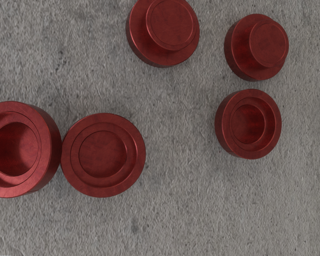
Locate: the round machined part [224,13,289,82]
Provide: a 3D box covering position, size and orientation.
[{"bbox_3d":[0.148,-0.119,0.454,0.099,0.042,0.097,0,90,-20],"label":"round machined part"}]

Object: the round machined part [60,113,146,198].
[{"bbox_3d":[-0.070,0.031,0.374,0.099,0.042,0.097,0,90,-20],"label":"round machined part"}]

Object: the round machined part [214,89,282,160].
[{"bbox_3d":[0.121,-0.005,0.444,0.099,0.042,0.097,0,90,-20],"label":"round machined part"}]

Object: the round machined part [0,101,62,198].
[{"bbox_3d":[-0.148,0.023,0.330,0.098,0.042,0.097,-1,86,12],"label":"round machined part"}]

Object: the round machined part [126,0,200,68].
[{"bbox_3d":[0.008,-0.130,0.403,0.099,0.042,0.097,0,90,-20],"label":"round machined part"}]
